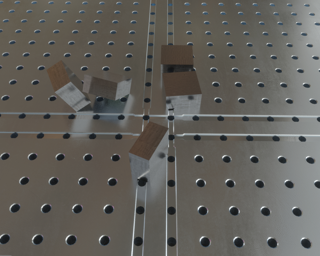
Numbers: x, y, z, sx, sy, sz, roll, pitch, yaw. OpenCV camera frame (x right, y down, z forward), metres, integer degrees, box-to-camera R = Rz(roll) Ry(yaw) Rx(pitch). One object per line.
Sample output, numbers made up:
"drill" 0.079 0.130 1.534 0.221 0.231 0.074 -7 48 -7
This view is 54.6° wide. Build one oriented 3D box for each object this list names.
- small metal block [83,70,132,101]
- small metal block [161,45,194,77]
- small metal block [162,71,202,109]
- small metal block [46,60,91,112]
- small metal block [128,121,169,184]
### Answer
"small metal block" -0.075 -0.063 0.446 0.050 0.025 0.050 16 21 13
"small metal block" 0.027 -0.108 0.499 0.050 0.025 0.050 1 50 1
"small metal block" 0.031 -0.056 0.455 0.050 0.025 0.050 -5 50 -4
"small metal block" -0.128 -0.059 0.437 0.025 0.050 0.050 -33 54 2
"small metal block" -0.012 0.029 0.367 0.025 0.050 0.050 20 53 16
